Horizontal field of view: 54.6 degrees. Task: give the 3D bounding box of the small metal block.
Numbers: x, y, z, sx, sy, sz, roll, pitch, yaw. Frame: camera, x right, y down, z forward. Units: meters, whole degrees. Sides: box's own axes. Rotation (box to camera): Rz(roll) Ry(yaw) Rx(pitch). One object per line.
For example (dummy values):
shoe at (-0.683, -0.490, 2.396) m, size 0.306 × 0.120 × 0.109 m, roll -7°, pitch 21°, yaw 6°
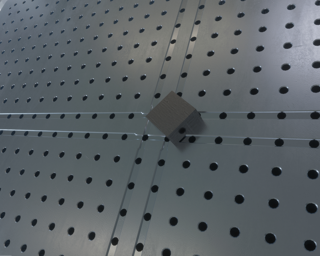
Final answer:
small metal block at (0.018, -0.014, 0.408) m, size 0.050 × 0.025 × 0.050 m, roll -45°, pitch 51°, yaw -3°
